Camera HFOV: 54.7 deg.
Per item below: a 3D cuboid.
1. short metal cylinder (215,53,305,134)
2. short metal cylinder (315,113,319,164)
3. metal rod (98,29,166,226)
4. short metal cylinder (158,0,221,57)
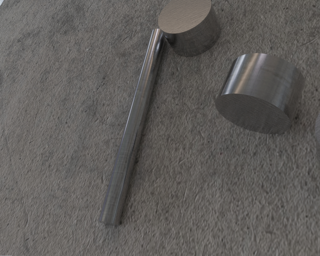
[{"bbox_3d":[0.107,-0.035,0.334,0.080,0.080,0.050,14,69,33],"label":"short metal cylinder"},{"bbox_3d":[0.187,0.012,0.283,0.080,0.050,0.080,-13,56,21],"label":"short metal cylinder"},{"bbox_3d":[-0.031,-0.018,0.431,0.025,0.025,0.300,-2,61,27],"label":"metal rod"},{"bbox_3d":[0.044,-0.153,0.458,0.080,0.050,0.080,-13,56,21],"label":"short metal cylinder"}]
